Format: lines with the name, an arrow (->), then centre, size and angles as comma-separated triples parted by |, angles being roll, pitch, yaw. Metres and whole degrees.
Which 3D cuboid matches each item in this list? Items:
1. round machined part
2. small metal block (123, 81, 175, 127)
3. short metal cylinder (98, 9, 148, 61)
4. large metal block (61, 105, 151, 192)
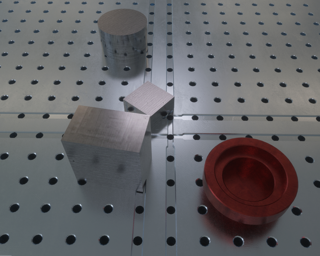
round machined part -> 0.097, 0.061, 0.346 | 0.099, 0.042, 0.098 | 0, 50, 0
small metal block -> -0.015, -0.034, 0.436 | 0.050, 0.025, 0.050 | 33, 57, 25
short metal cylinder -> -0.061, -0.158, 0.524 | 0.080, 0.050, 0.080 | 0, 50, 0
large metal block -> -0.055, 0.025, 0.351 | 0.080, 0.080, 0.050 | 8, 51, 7
